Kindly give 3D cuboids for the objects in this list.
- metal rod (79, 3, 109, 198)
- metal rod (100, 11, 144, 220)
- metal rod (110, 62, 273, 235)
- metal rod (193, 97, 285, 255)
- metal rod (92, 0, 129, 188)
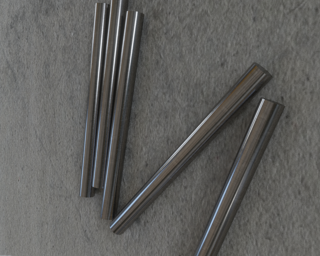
[{"bbox_3d":[-0.102,-0.040,0.485,0.025,0.025,0.298,10,96,39],"label":"metal rod"},{"bbox_3d":[-0.056,-0.013,0.448,0.025,0.025,0.298,14,99,39],"label":"metal rod"},{"bbox_3d":[0.022,0.043,0.385,0.298,0.025,0.025,-51,61,27],"label":"metal rod"},{"bbox_3d":[0.066,0.109,0.349,0.025,0.025,0.298,30,109,35],"label":"metal rod"},{"bbox_3d":[-0.074,-0.058,0.463,0.025,0.025,0.298,12,97,39],"label":"metal rod"}]
